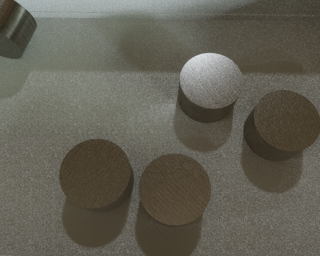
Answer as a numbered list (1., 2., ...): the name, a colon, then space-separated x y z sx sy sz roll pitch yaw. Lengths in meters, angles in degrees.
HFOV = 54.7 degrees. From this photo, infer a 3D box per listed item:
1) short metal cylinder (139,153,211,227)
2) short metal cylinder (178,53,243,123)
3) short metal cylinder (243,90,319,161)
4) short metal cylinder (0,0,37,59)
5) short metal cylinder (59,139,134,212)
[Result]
1. short metal cylinder: 0.017 0.075 0.369 0.081 0.050 0.080 0 70 0
2. short metal cylinder: 0.065 -0.053 0.416 0.081 0.050 0.080 0 70 0
3. short metal cylinder: 0.154 -0.002 0.398 0.081 0.050 0.080 0 70 0
4. short metal cylinder: -0.221 -0.140 0.430 0.080 0.080 0.050 15 71 5
5. short metal cylinder: -0.074 0.059 0.374 0.081 0.050 0.080 0 70 0
